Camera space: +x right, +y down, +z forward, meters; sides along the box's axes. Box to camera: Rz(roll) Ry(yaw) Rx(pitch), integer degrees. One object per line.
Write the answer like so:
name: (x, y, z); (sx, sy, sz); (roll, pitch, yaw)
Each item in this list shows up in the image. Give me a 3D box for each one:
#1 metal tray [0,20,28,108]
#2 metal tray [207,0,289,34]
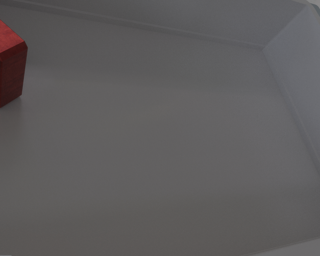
metal tray: (-0.197, -0.092, 0.313); (0.130, 0.090, 0.030); (42, 51, 0)
metal tray: (0.169, -0.234, 0.599); (0.131, 0.090, 0.030); (1, 62, -28)
